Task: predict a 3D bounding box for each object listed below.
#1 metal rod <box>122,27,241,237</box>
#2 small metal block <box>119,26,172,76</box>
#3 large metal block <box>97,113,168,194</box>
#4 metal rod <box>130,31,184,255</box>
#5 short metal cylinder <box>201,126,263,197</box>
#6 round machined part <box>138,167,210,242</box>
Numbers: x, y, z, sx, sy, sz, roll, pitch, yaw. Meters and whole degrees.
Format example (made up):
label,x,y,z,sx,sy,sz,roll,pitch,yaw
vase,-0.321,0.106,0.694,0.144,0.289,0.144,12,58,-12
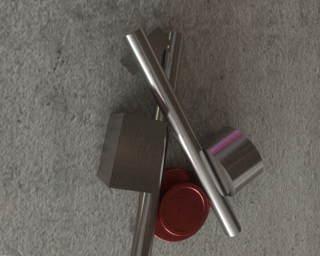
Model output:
label,x,y,z,sx,sy,sz,roll,pitch,yaw
metal rod,0.037,0.020,0.388,0.025,0.025,0.299,-34,110,-17
small metal block,-0.019,-0.095,0.390,0.050,0.050,0.025,-47,105,-14
large metal block,-0.036,0.027,0.369,0.050,0.080,0.080,13,86,-20
metal rod,-0.002,0.020,0.394,0.025,0.025,0.299,13,80,-20
short metal cylinder,0.090,0.044,0.416,0.050,0.080,0.080,-34,101,-17
round machined part,0.024,0.103,0.412,0.099,0.042,0.097,0,90,-21
